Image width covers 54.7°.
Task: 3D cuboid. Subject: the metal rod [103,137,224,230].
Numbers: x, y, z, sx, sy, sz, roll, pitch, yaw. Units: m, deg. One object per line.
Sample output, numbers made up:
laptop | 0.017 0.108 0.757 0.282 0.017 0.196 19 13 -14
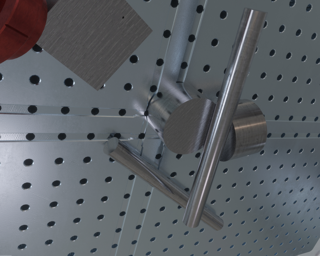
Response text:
metal rod | 0.023 0.101 0.486 0.025 0.025 0.300 -45 129 3

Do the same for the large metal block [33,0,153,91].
large metal block | -0.069 -0.097 0.297 0.080 0.050 0.080 -47 129 4

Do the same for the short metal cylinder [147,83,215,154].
short metal cylinder | 0.030 -0.013 0.403 0.081 0.050 0.079 -14 124 -21

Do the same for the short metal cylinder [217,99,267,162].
short metal cylinder | 0.101 0.002 0.432 0.050 0.080 0.079 -11 123 -23

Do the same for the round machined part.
round machined part | -0.130 -0.093 0.244 0.098 0.098 0.042 -50 157 7

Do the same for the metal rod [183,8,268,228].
metal rod | 0.073 0.007 0.390 0.025 0.025 0.298 -3 120 -27
